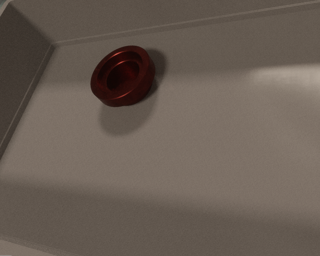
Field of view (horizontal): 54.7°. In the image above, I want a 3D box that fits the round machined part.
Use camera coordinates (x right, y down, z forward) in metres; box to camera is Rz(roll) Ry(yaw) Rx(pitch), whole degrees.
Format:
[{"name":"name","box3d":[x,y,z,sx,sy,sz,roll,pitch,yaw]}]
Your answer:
[{"name":"round machined part","box3d":[-0.051,-0.072,0.464,0.098,0.042,0.098,-13,56,20]}]
